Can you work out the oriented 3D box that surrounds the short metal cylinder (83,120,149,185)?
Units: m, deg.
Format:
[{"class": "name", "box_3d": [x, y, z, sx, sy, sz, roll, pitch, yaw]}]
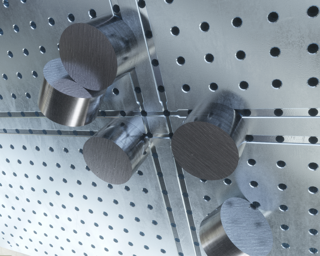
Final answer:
[{"class": "short metal cylinder", "box_3d": [-0.064, 0.035, 0.450, 0.080, 0.050, 0.079, 13, 124, 21]}]

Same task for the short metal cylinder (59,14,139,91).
[{"class": "short metal cylinder", "box_3d": [-0.073, -0.092, 0.377, 0.080, 0.050, 0.079, 13, 124, 21]}]

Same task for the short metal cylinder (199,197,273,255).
[{"class": "short metal cylinder", "box_3d": [0.100, 0.140, 0.410, 0.080, 0.080, 0.050, 37, 129, 3]}]

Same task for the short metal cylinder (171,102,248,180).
[{"class": "short metal cylinder", "box_3d": [0.060, 0.016, 0.373, 0.080, 0.050, 0.079, 13, 124, 21]}]

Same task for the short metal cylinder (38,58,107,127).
[{"class": "short metal cylinder", "box_3d": [-0.114, -0.048, 0.407, 0.080, 0.080, 0.050, 34, 129, 6]}]
